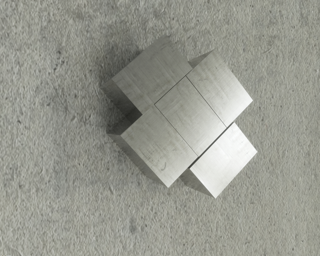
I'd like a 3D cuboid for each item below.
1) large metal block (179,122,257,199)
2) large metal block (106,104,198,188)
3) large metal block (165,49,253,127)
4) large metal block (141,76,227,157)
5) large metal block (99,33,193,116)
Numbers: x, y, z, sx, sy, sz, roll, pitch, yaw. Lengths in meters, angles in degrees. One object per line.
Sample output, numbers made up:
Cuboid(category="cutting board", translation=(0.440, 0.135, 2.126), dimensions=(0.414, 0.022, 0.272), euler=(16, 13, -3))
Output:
Cuboid(category="large metal block", translation=(0.064, 0.038, 0.406), dimensions=(0.080, 0.080, 0.050), euler=(-44, 104, -15))
Cuboid(category="large metal block", translation=(-0.013, 0.020, 0.378), dimensions=(0.050, 0.080, 0.080), euler=(-44, 104, -15))
Cuboid(category="large metal block", translation=(0.058, -0.047, 0.404), dimensions=(0.050, 0.080, 0.080), euler=(-44, 104, -15))
Cuboid(category="large metal block", translation=(0.023, -0.013, 0.391), dimensions=(0.050, 0.080, 0.080), euler=(-44, 104, -15))
Cuboid(category="large metal block", translation=(-0.020, -0.060, 0.375), dimensions=(0.080, 0.080, 0.050), euler=(-44, 104, -15))
